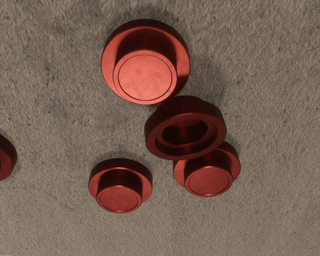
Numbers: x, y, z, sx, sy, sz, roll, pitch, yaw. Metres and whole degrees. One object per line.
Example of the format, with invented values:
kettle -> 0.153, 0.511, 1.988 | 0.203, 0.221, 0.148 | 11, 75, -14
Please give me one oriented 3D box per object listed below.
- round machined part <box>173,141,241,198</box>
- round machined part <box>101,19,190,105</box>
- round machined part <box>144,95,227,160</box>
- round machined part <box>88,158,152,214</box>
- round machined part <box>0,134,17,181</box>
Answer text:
round machined part -> 0.069, 0.064, 0.452 | 0.099, 0.042, 0.097 | -1, 130, 0
round machined part -> -0.016, -0.065, 0.341 | 0.099, 0.042, 0.097 | -1, 130, 0
round machined part -> 0.029, -0.003, 0.384 | 0.099, 0.042, 0.097 | -6, 143, -4
round machined part -> -0.061, 0.095, 0.476 | 0.099, 0.042, 0.097 | -1, 130, 0
round machined part -> -0.257, 0.046, 0.431 | 0.099, 0.042, 0.097 | -1, 130, 0
